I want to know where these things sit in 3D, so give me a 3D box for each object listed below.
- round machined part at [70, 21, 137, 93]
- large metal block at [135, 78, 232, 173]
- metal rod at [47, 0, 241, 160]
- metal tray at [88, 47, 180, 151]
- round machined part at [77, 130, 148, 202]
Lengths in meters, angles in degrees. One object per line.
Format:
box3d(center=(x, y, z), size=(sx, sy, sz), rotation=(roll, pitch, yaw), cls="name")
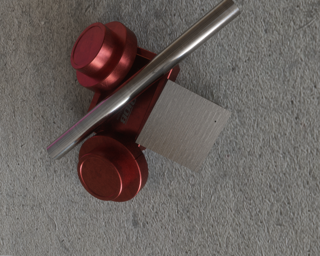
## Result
box3d(center=(-0.080, -0.098, 0.408), size=(0.098, 0.042, 0.098), rotation=(-19, 59, 34), cls="round machined part")
box3d(center=(0.026, -0.005, 0.372), size=(0.080, 0.050, 0.080), rotation=(27, 99, -7), cls="large metal block")
box3d(center=(-0.032, -0.053, 0.390), size=(0.300, 0.025, 0.025), rotation=(-37, 78, 16), cls="metal rod")
box3d(center=(-0.040, -0.043, 0.421), size=(0.090, 0.030, 0.129), rotation=(26, 98, 18), cls="metal tray")
box3d(center=(-0.068, 0.056, 0.407), size=(0.098, 0.042, 0.097), rotation=(10, 115, 23), cls="round machined part")
